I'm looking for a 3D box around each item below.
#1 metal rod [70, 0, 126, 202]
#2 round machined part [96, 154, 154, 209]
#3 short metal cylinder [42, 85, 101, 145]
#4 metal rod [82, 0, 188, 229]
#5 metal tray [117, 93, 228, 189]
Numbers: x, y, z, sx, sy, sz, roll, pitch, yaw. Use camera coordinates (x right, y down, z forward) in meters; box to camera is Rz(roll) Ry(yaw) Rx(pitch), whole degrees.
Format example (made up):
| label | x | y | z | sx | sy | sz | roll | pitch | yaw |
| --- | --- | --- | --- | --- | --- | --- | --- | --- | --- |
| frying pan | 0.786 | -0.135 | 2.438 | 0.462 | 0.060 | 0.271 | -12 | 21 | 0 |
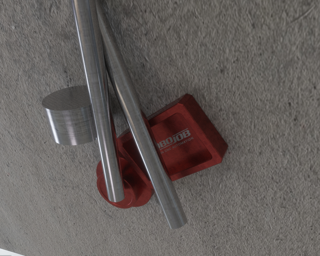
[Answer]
| label | x | y | z | sx | sy | sz | roll | pitch | yaw |
| --- | --- | --- | --- | --- | --- | --- | --- | --- | --- |
| metal rod | -0.072 | -0.033 | 0.373 | 0.025 | 0.025 | 0.298 | 9 | 121 | 23 |
| round machined part | -0.058 | 0.085 | 0.479 | 0.098 | 0.042 | 0.097 | 13 | 124 | 21 |
| short metal cylinder | -0.111 | -0.019 | 0.418 | 0.080 | 0.080 | 0.050 | 9 | 122 | 23 |
| metal rod | -0.031 | -0.015 | 0.377 | 0.025 | 0.025 | 0.299 | -16 | 99 | 34 |
| metal tray | 0.011 | 0.023 | 0.411 | 0.130 | 0.030 | 0.090 | -29 | 103 | 37 |
